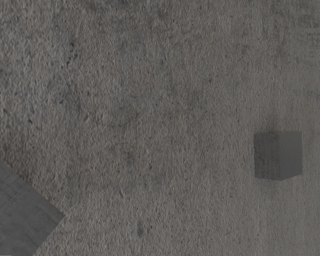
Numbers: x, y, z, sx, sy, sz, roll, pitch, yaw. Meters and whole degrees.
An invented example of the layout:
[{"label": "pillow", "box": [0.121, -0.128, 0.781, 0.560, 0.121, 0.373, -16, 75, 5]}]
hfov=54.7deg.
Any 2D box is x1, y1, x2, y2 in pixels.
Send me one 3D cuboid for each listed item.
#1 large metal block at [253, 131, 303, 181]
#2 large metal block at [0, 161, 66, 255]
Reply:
[{"label": "large metal block", "box": [0.219, 0.048, 0.571, 0.081, 0.050, 0.079, -5, 93, -40]}, {"label": "large metal block", "box": [-0.138, 0.060, 0.253, 0.050, 0.080, 0.080, -53, 121, -27]}]
